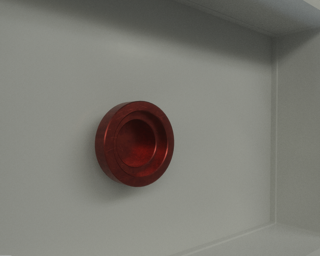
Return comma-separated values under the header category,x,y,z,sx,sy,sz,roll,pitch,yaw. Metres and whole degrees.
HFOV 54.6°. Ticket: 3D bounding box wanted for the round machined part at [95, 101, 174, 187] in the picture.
category,x,y,z,sx,sy,sz,roll,pitch,yaw
round machined part,-0.033,0.018,0.367,0.099,0.042,0.097,0,90,-40
